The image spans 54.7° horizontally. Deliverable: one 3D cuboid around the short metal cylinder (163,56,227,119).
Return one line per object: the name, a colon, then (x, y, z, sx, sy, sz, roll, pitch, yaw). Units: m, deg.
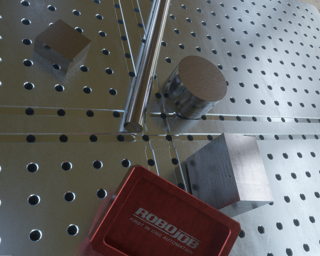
short metal cylinder: (0.051, -0.060, 0.458, 0.081, 0.050, 0.080, 14, 56, -21)

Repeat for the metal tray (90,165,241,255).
metal tray: (0.007, 0.107, 0.319, 0.130, 0.030, 0.090, 32, 79, -8)

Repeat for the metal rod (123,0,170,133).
metal rod: (-0.013, -0.122, 0.477, 0.025, 0.025, 0.300, 21, 54, -16)

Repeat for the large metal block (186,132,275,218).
large metal block: (0.081, 0.061, 0.379, 0.050, 0.080, 0.080, 9, 58, -28)

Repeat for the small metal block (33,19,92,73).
small metal block: (-0.127, -0.108, 0.406, 0.050, 0.025, 0.050, 35, 51, -6)
